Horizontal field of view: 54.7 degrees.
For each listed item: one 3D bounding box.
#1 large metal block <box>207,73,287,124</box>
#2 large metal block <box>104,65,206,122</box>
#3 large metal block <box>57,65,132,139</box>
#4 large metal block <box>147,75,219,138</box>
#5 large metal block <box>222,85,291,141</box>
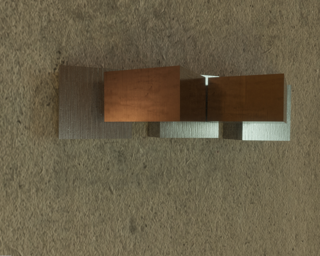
[{"bbox_3d":[0.107,-0.031,0.371,0.080,0.080,0.050,1,89,24],"label":"large metal block"},{"bbox_3d":[-0.002,-0.032,0.328,0.080,0.080,0.050,-2,92,-66],"label":"large metal block"},{"bbox_3d":[-0.079,-0.028,0.369,0.081,0.050,0.079,0,90,-21],"label":"large metal block"},{"bbox_3d":[0.030,-0.028,0.409,0.081,0.050,0.079,1,90,-21],"label":"large metal block"},{"bbox_3d":[0.140,-0.023,0.451,0.081,0.050,0.079,2,90,-21],"label":"large metal block"}]
